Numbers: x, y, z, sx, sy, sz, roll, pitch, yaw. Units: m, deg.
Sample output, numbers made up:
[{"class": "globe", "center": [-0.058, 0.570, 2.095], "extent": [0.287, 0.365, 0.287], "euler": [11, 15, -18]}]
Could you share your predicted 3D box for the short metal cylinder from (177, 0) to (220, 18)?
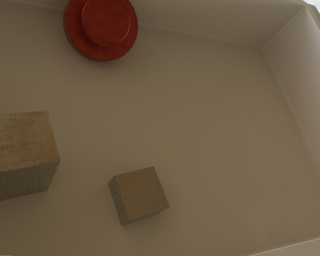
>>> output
[{"class": "short metal cylinder", "center": [0.078, -0.261, 0.596], "extent": [0.081, 0.050, 0.080], "euler": [14, 56, -21]}]

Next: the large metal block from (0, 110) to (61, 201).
[{"class": "large metal block", "center": [-0.142, 0.030, 0.276], "extent": [0.081, 0.080, 0.050], "euler": [-8, 66, -32]}]

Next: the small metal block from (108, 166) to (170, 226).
[{"class": "small metal block", "center": [-0.024, 0.075, 0.348], "extent": [0.050, 0.025, 0.050], "euler": [-9, 67, -32]}]

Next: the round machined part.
[{"class": "round machined part", "center": [-0.074, -0.138, 0.410], "extent": [0.099, 0.042, 0.097], "euler": [-5, 100, -27]}]
